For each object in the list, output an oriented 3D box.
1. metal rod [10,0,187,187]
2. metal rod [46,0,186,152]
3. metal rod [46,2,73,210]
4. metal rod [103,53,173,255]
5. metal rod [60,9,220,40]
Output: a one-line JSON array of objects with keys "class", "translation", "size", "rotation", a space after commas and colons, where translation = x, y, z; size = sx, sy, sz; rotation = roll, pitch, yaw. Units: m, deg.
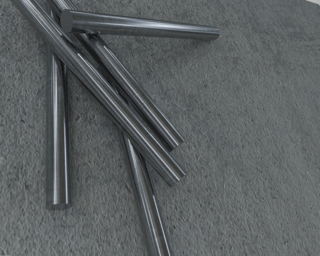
[{"class": "metal rod", "translation": [-0.077, -0.054, 0.361], "size": [0.300, 0.025, 0.025], "rotation": [49, 51, 6]}, {"class": "metal rod", "translation": [-0.073, -0.093, 0.387], "size": [0.025, 0.025, 0.300], "rotation": [-33, 80, -38]}, {"class": "metal rod", "translation": [-0.123, -0.054, 0.370], "size": [0.025, 0.025, 0.299], "rotation": [4, 60, -26]}, {"class": "metal rod", "translation": [-0.029, 0.035, 0.366], "size": [0.025, 0.025, 0.299], "rotation": [-3, 63, -30]}, {"class": "metal rod", "translation": [-0.003, -0.145, 0.452], "size": [0.302, 0.025, 0.025], "rotation": [-15, 69, -47]}]
